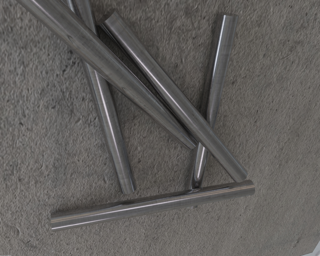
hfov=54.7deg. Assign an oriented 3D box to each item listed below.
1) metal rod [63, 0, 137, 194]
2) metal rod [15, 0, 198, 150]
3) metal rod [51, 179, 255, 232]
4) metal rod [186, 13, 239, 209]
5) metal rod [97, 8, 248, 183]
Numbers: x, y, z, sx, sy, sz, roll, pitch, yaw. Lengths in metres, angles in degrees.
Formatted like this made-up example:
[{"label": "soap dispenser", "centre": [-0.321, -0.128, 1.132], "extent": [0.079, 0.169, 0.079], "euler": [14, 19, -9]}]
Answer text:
[{"label": "metal rod", "centre": [-0.064, -0.038, 0.348], "extent": [0.025, 0.025, 0.298], "euler": [-21, 127, -16]}, {"label": "metal rod", "centre": [-0.034, -0.047, 0.333], "extent": [0.025, 0.025, 0.300], "euler": [-45, 137, 3]}, {"label": "metal rod", "centre": [0.002, 0.110, 0.451], "extent": [0.302, 0.025, 0.025], "euler": [-6, 121, -17]}, {"label": "metal rod", "centre": [0.066, -0.005, 0.439], "extent": [0.025, 0.025, 0.298], "euler": [-8, 122, -25]}, {"label": "metal rod", "centre": [0.034, -0.020, 0.389], "extent": [0.025, 0.025, 0.300], "euler": [-43, 122, 1]}]
